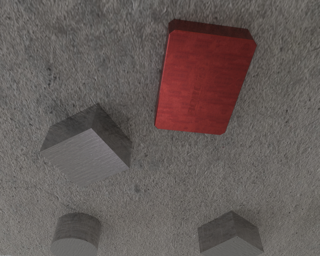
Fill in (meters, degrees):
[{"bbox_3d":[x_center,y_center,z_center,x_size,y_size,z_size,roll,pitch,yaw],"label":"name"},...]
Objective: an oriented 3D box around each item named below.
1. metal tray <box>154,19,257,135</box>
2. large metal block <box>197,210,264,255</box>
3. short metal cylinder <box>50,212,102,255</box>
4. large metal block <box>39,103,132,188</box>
[{"bbox_3d":[0.046,-0.053,0.360,0.091,0.030,0.129,6,130,-5],"label":"metal tray"},{"bbox_3d":[0.128,0.205,0.567,0.080,0.050,0.080,37,121,-27],"label":"large metal block"},{"bbox_3d":[-0.149,0.196,0.557,0.081,0.050,0.079,0,130,0],"label":"short metal cylinder"},{"bbox_3d":[-0.094,0.025,0.411,0.080,0.050,0.080,-24,127,18],"label":"large metal block"}]
